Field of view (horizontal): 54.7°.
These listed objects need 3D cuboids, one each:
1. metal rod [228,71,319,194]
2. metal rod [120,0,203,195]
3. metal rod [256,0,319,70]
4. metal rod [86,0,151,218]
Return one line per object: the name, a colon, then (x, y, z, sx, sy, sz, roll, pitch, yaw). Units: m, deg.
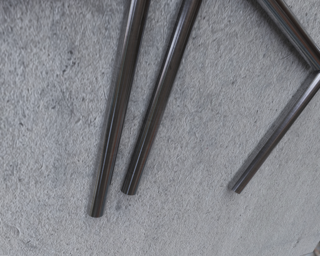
metal rod: (0.210, -0.015, 0.511, 0.025, 0.025, 0.299, 23, 106, -37)
metal rod: (0.001, -0.043, 0.380, 0.025, 0.025, 0.298, 5, 116, -31)
metal rod: (0.140, -0.156, 0.386, 0.301, 0.025, 0.025, 28, 103, -38)
metal rod: (-0.053, -0.015, 0.367, 0.025, 0.025, 0.298, 1, 118, -29)
